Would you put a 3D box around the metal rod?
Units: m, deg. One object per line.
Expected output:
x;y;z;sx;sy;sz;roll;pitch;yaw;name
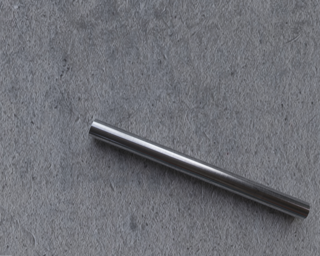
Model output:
0.051;0.055;0.410;0.301;0.025;0.025;22;90;0;metal rod
